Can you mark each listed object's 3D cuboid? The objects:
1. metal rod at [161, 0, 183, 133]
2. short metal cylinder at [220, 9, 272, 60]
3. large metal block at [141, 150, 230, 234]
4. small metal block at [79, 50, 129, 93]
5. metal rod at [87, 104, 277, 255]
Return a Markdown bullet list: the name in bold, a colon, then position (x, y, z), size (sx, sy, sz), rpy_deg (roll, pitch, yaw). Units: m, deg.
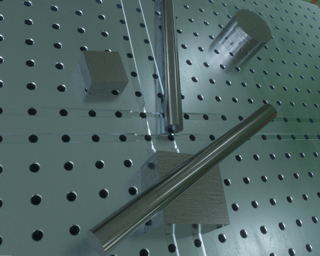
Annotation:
- **metal rod**: position (0.016, -0.127, 0.493), size (0.025, 0.025, 0.299), rpy_deg (12, 57, -22)
- **short metal cylinder**: position (0.162, -0.177, 0.587), size (0.081, 0.050, 0.080), rpy_deg (14, 56, -21)
- **large metal block**: position (0.026, 0.076, 0.359), size (0.081, 0.050, 0.080), rpy_deg (8, 58, -24)
- **small metal block**: position (-0.075, -0.075, 0.413), size (0.050, 0.025, 0.050), rpy_deg (-7, 65, -31)
- **metal rod**: position (0.051, 0.037, 0.348), size (0.302, 0.025, 0.025), rpy_deg (-30, 78, -38)
